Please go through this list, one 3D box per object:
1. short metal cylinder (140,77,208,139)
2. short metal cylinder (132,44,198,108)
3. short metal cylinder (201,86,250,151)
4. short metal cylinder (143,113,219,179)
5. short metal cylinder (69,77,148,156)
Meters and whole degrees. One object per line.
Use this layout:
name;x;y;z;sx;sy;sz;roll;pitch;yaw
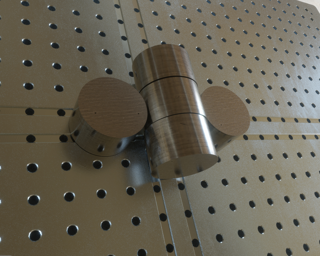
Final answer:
short metal cylinder;0.015;-0.021;0.395;0.081;0.080;0.050;2;61;-28
short metal cylinder;0.006;-0.066;0.417;0.081;0.080;0.050;3;61;-27
short metal cylinder;0.081;-0.013;0.445;0.081;0.050;0.080;14;56;-21
short metal cylinder;0.024;0.024;0.372;0.081;0.080;0.050;1;61;-28
short metal cylinder;-0.062;-0.013;0.367;0.081;0.050;0.080;14;56;-21
